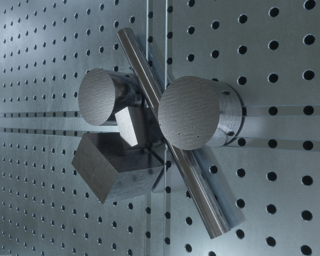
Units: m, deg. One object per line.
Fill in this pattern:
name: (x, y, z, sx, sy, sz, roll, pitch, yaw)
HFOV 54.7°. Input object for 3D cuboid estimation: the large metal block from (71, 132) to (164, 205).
large metal block: (-0.057, 0.049, 0.414, 0.080, 0.081, 0.050, 42, 116, 32)

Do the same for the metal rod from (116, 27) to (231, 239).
metal rod: (0.009, -0.008, 0.397, 0.025, 0.025, 0.299, -38, 67, 33)

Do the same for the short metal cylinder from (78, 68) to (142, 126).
short metal cylinder: (-0.073, -0.043, 0.449, 0.080, 0.050, 0.079, 0, 90, 40)

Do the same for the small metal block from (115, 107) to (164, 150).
small metal block: (-0.027, 0.001, 0.410, 0.025, 0.050, 0.050, -27, 73, 37)

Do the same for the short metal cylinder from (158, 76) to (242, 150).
short metal cylinder: (0.045, -0.016, 0.351, 0.080, 0.050, 0.079, 0, 90, 40)
